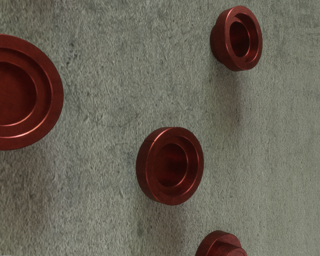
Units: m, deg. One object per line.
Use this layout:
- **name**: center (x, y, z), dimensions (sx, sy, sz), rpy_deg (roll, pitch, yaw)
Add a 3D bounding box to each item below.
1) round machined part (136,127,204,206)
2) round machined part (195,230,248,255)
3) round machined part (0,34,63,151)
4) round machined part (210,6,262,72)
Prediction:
- **round machined part**: center (0.008, 0.047, 0.400), dimensions (0.099, 0.042, 0.097), rpy_deg (0, 90, -40)
- **round machined part**: center (0.100, 0.213, 0.477), dimensions (0.099, 0.042, 0.097), rpy_deg (0, 90, -40)
- **round machined part**: center (-0.142, -0.030, 0.275), dimensions (0.099, 0.042, 0.097), rpy_deg (0, 90, -40)
- **round machined part**: center (0.117, -0.138, 0.491), dimensions (0.099, 0.042, 0.097), rpy_deg (0, 90, -40)
